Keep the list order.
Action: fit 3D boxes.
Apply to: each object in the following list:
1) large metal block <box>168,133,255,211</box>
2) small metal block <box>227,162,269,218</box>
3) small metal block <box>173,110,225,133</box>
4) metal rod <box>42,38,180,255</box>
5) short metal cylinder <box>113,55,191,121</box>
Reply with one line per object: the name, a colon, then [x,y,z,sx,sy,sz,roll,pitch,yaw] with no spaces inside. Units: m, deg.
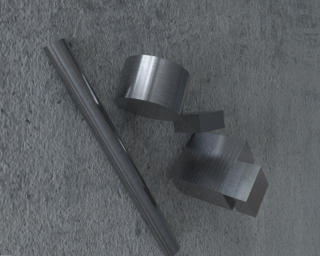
large metal block: [0.072,0.055,0.426,0.080,0.080,0.050,-57,137,-25]
small metal block: [0.115,0.080,0.401,0.050,0.025,0.050,-59,138,-22]
small metal block: [0.054,-0.009,0.437,0.050,0.050,0.025,-10,97,-40]
metal rod: [-0.046,0.039,0.367,0.025,0.025,0.299,-40,115,-33]
short metal cylinder: [-0.009,-0.044,0.363,0.080,0.080,0.050,23,76,-38]
